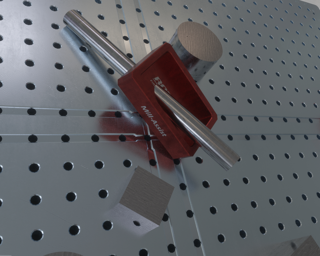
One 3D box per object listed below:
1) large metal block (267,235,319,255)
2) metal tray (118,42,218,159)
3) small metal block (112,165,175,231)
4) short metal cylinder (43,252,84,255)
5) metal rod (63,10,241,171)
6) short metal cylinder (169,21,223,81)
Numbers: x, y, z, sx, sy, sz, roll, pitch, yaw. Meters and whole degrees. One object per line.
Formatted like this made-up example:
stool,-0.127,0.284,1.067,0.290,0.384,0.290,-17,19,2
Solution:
large metal block,0.164,0.188,0.366,0.081,0.050,0.080,-20,73,-36
metal tray,0.015,-0.035,0.406,0.130,0.030,0.090,54,49,-17
small metal block,-0.018,0.079,0.350,0.050,0.025,0.050,32,51,-8
short metal cylinder,-0.087,0.148,0.255,0.081,0.050,0.080,14,56,-21
metal rod,-0.018,-0.056,0.408,0.300,0.025,0.025,43,50,11
short metal cylinder,0.052,-0.122,0.495,0.081,0.050,0.080,14,56,-21
